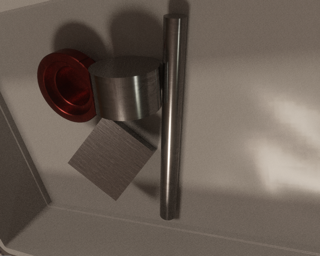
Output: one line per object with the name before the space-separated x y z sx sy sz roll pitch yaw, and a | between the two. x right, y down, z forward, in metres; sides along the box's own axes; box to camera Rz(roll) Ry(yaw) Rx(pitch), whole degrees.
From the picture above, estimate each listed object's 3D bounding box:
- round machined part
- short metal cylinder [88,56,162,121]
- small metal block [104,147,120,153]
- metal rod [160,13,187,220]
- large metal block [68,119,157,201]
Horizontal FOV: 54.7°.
round machined part | -0.111 -0.060 0.417 0.098 0.042 0.097 13 124 20
short metal cylinder | -0.039 -0.049 0.362 0.080 0.080 0.050 10 122 22
small metal block | -0.077 0.050 0.479 0.050 0.025 0.050 -24 106 36
metal rod | 0.014 0.008 0.405 0.025 0.025 0.298 14 124 20
large metal block | -0.062 0.038 0.423 0.080 0.050 0.080 38 94 2
